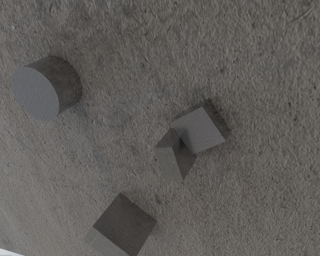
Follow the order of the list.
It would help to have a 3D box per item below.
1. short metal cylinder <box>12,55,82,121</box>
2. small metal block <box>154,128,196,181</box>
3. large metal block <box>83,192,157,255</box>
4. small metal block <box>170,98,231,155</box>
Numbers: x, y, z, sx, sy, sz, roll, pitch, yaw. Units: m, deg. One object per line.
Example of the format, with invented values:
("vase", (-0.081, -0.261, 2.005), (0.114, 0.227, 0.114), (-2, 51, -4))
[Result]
("short metal cylinder", (-0.159, -0.057, 0.439), (0.080, 0.050, 0.079), (13, 124, 21))
("small metal block", (0.021, 0.033, 0.400), (0.025, 0.050, 0.050), (-5, 116, 30))
("large metal block", (-0.064, 0.168, 0.509), (0.080, 0.080, 0.050), (38, 129, 3))
("small metal block", (0.050, -0.001, 0.380), (0.050, 0.025, 0.050), (-28, 104, 37))
